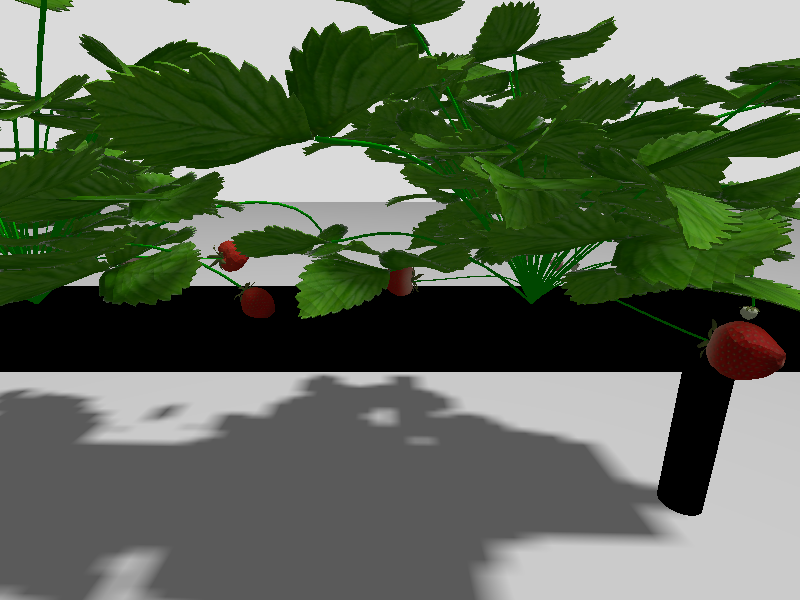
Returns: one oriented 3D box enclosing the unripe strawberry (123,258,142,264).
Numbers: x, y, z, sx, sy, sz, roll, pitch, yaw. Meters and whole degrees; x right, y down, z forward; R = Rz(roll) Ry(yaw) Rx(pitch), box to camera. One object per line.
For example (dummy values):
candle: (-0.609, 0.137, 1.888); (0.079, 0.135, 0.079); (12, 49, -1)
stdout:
unripe strawberry: (-0.328, -0.045, 0.494); (0.024, 0.025, 0.026); (0, 15, 1)

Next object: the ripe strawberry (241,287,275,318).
ripe strawberry: (-0.113, 0.003, 0.321); (0.027, 0.023, 0.027); (42, 19, -2)

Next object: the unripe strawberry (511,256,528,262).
unripe strawberry: (0.164, -0.067, 0.552); (0.038, 0.032, 0.038); (3, 9, 12)

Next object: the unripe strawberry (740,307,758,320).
unripe strawberry: (0.263, 0.010, 0.302); (0.010, 0.010, 0.009); (7, 17, 22)

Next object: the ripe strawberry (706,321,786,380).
ripe strawberry: (0.190, 0.029, 0.219); (0.030, 0.032, 0.033); (-7, 18, -24)

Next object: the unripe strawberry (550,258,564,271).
unripe strawberry: (0.197, -0.045, 0.504); (0.016, 0.016, 0.014); (8, 17, 27)

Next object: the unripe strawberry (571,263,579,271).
unripe strawberry: (0.215, -0.042, 0.496); (0.011, 0.011, 0.010); (11, 19, 33)

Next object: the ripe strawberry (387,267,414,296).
ripe strawberry: (-0.001, -0.020, 0.387); (0.030, 0.032, 0.028); (3, 16, 13)

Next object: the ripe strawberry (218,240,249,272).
ripe strawberry: (-0.207, -0.055, 0.500); (0.034, 0.039, 0.037); (13, 19, 38)
